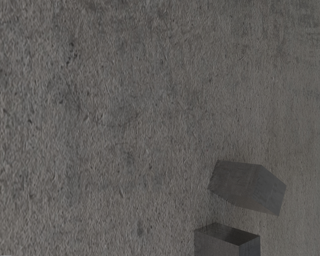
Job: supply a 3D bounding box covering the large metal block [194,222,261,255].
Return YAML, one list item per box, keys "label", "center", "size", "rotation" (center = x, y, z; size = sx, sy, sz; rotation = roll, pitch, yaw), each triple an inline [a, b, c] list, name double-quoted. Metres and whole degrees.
- label: "large metal block"
  center: [0.097, 0.192, 0.451]
  size: [0.050, 0.080, 0.079]
  rotation: [-3, 92, -40]

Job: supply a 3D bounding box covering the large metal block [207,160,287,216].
- label: "large metal block"
  center: [0.135, 0.092, 0.482]
  size: [0.080, 0.080, 0.050]
  rotation: [35, 68, -35]
